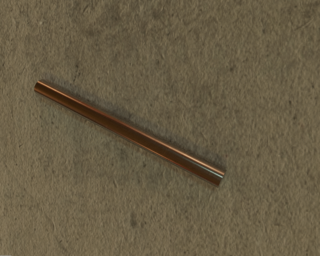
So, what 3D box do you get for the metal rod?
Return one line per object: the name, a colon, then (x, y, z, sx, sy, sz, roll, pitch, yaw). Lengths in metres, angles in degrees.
metal rod: (-0.052, 0.000, 0.426, 0.301, 0.025, 0.025, 26, 99, 17)
